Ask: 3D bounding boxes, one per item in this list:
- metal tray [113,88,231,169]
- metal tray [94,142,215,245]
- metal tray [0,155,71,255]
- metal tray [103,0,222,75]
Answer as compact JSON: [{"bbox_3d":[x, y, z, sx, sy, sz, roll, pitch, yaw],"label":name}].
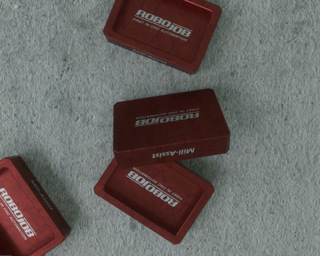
[{"bbox_3d":[0.010,-0.002,0.379,0.131,0.090,0.030,-9,133,0],"label":"metal tray"},{"bbox_3d":[-0.007,0.078,0.407,0.130,0.030,0.090,33,90,0],"label":"metal tray"},{"bbox_3d":[-0.192,0.113,0.405,0.090,0.030,0.130,-35,90,0],"label":"metal tray"},{"bbox_3d":[0.003,-0.136,0.407,0.131,0.030,0.090,22,90,0],"label":"metal tray"}]
